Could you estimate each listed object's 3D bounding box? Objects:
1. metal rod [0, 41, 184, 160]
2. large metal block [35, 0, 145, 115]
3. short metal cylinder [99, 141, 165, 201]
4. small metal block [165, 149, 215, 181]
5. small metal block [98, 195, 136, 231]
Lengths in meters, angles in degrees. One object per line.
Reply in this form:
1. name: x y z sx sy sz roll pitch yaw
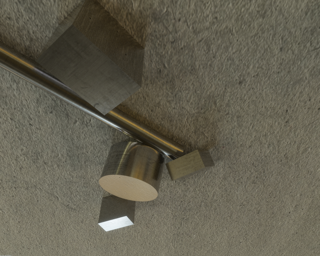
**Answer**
1. metal rod: -0.094 -0.034 0.377 0.301 0.025 0.025 30 124 -24
2. large metal block: -0.063 -0.074 0.308 0.050 0.080 0.080 -34 123 25
3. short metal cylinder: -0.037 0.062 0.428 0.080 0.050 0.080 9 146 6
4. small metal block: 0.043 0.052 0.435 0.050 0.025 0.050 -27 165 21
5. small metal block: -0.069 0.134 0.505 0.050 0.050 0.025 -19 128 15
